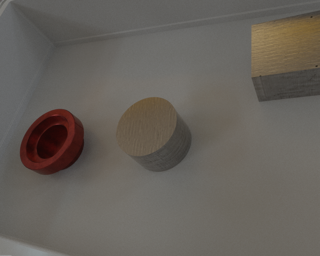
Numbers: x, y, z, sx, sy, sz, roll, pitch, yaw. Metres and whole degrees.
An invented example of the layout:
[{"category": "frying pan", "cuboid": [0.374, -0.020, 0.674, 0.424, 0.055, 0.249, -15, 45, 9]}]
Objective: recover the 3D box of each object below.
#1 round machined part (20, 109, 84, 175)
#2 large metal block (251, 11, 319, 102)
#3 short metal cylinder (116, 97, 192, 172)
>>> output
[{"category": "round machined part", "cuboid": [-0.153, 0.024, 0.458, 0.098, 0.042, 0.098, -13, 56, 20]}, {"category": "large metal block", "cuboid": [0.152, -0.082, 0.360, 0.080, 0.050, 0.080, -5, 59, 25]}, {"category": "short metal cylinder", "cuboid": [-0.007, 0.008, 0.387, 0.080, 0.050, 0.080, -13, 56, 20]}]
